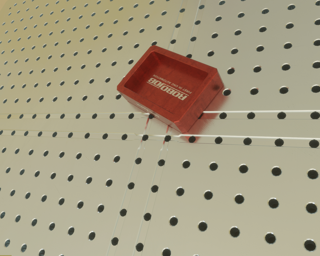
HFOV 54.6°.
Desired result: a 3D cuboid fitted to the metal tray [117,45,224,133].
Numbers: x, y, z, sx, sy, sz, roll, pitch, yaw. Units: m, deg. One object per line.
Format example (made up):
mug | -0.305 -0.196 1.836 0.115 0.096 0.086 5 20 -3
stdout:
metal tray | 0.010 -0.059 0.436 0.130 0.030 0.090 32 79 38
